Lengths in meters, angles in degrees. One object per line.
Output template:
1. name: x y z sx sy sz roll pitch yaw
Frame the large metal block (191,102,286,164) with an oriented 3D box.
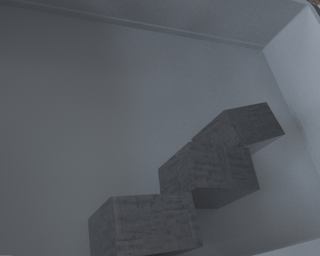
1. large metal block: 0.103 0.012 0.418 0.081 0.080 0.050 -12 68 -33

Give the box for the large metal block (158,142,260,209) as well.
1. large metal block: 0.053 0.059 0.363 0.081 0.080 0.050 7 59 -25

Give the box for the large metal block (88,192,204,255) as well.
1. large metal block: -0.018 0.100 0.299 0.081 0.080 0.050 3 61 -27
